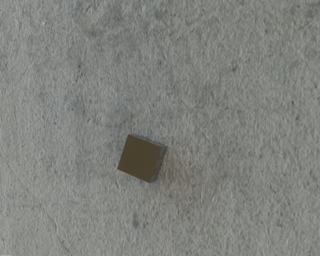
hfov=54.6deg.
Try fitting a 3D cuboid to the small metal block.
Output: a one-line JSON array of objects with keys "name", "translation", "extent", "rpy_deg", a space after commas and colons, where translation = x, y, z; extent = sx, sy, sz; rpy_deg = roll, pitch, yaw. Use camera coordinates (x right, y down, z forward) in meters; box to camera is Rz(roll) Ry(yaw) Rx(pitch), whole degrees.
[{"name": "small metal block", "translation": [-0.023, 0.040, 0.418], "extent": [0.050, 0.025, 0.050], "rpy_deg": [20, 97, 19]}]
